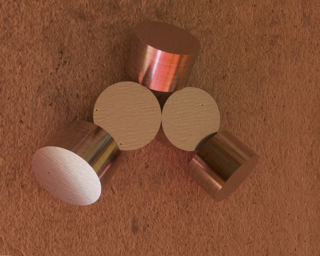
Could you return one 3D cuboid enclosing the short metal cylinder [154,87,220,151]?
[{"bbox_3d":[0.031,-0.011,0.408,0.081,0.050,0.080,0,90,-20],"label":"short metal cylinder"}]

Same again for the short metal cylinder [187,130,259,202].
[{"bbox_3d":[0.082,0.050,0.405,0.080,0.080,0.050,-39,61,-16],"label":"short metal cylinder"}]

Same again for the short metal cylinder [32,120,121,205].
[{"bbox_3d":[-0.090,0.038,0.341,0.080,0.080,0.050,48,35,-14],"label":"short metal cylinder"}]

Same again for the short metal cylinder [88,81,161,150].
[{"bbox_3d":[-0.045,-0.014,0.380,0.081,0.050,0.080,0,90,-20],"label":"short metal cylinder"}]

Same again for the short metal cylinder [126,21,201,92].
[{"bbox_3d":[0.003,-0.088,0.376,0.081,0.080,0.050,2,132,-20],"label":"short metal cylinder"}]
